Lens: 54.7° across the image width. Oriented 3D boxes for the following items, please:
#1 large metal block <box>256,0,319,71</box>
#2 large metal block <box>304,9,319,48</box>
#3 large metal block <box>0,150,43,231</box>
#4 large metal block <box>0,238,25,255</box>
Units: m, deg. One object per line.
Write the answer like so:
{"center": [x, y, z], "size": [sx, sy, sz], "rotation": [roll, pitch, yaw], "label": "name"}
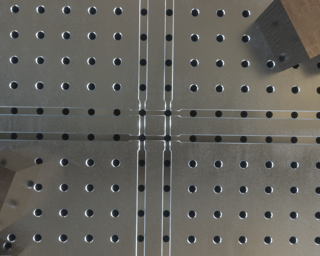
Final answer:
{"center": [0.173, -0.125, 0.388], "size": [0.050, 0.080, 0.080], "rotation": [-27, 90, 0], "label": "large metal block"}
{"center": [0.241, -0.126, 0.389], "size": [0.050, 0.080, 0.080], "rotation": [-30, 90, 0], "label": "large metal block"}
{"center": [-0.198, 0.076, 0.383], "size": [0.050, 0.080, 0.080], "rotation": [21, 90, -1], "label": "large metal block"}
{"center": [-0.238, 0.185, 0.398], "size": [0.080, 0.050, 0.080], "rotation": [25, 90, -1], "label": "large metal block"}
